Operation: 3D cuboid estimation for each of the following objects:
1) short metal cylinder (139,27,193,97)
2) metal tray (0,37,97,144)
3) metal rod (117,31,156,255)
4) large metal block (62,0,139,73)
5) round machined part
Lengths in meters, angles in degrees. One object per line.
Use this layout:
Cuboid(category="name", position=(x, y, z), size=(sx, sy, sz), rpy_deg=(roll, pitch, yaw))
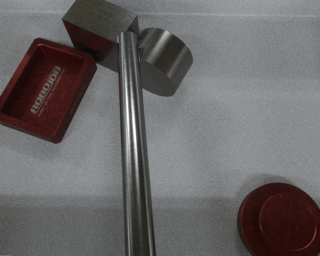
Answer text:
Cuboid(category="short metal cylinder", position=(-0.003, -0.086, 0.412), size=(0.080, 0.080, 0.050), rpy_deg=(27, 72, 9))
Cuboid(category="metal tray", position=(-0.154, -0.053, 0.424), size=(0.090, 0.030, 0.130), rpy_deg=(19, 71, 6))
Cuboid(category="metal rod", position=(-0.025, 0.022, 0.298), size=(0.025, 0.025, 0.299), rpy_deg=(-5, 60, -2))
Cuboid(category="large metal block", position=(-0.076, -0.127, 0.426), size=(0.080, 0.080, 0.050), rpy_deg=(25, 72, 8))
Cuboid(category="round machined part", position=(0.144, 0.112, 0.361), size=(0.099, 0.042, 0.098), rpy_deg=(0, 70, -1))
